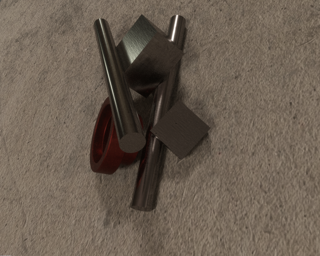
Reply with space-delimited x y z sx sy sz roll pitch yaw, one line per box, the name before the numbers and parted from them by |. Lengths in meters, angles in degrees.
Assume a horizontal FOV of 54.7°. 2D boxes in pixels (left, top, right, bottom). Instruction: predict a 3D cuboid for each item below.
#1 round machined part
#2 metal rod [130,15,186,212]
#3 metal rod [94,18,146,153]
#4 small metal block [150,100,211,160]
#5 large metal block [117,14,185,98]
round machined part | -0.054 0.011 0.392 0.098 0.042 0.098 -42 40 52
metal rod | 0.003 -0.038 0.424 0.025 0.025 0.299 -3 60 26
metal rod | -0.061 -0.078 0.399 0.025 0.025 0.300 -31 40 8
small metal block | 0.024 0.003 0.373 0.050 0.025 0.050 42 85 2
large metal block | -0.022 -0.102 0.437 0.080 0.050 0.080 -48 36 16
